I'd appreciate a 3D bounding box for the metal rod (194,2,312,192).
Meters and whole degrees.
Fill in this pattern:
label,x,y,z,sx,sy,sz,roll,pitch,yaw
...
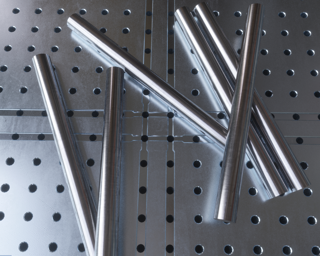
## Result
label,x,y,z,sx,sy,sz,roll,pitch,yaw
metal rod,0.120,-0.055,0.432,0.025,0.025,0.299,-21,71,-7

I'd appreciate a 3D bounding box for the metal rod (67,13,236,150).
label,x,y,z,sx,sy,sz,roll,pitch,yaw
metal rod,-0.018,-0.070,0.437,0.300,0.025,0.025,39,75,13

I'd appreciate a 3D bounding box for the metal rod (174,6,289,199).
label,x,y,z,sx,sy,sz,roll,pitch,yaw
metal rod,0.090,-0.048,0.429,0.025,0.025,0.299,-21,71,-7

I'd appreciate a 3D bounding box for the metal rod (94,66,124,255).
label,x,y,z,sx,sy,sz,roll,pitch,yaw
metal rod,-0.060,0.055,0.376,0.025,0.025,0.299,-1,64,0

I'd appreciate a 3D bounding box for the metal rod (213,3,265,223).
label,x,y,z,sx,sy,sz,roll,pitch,yaw
metal rod,0.105,-0.033,0.396,0.025,0.025,0.299,12,70,4

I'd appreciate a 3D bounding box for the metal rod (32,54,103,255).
label,x,y,z,sx,sy,sz,roll,pitch,yaw
metal rod,-0.118,0.032,0.399,0.025,0.025,0.299,-20,71,-7
